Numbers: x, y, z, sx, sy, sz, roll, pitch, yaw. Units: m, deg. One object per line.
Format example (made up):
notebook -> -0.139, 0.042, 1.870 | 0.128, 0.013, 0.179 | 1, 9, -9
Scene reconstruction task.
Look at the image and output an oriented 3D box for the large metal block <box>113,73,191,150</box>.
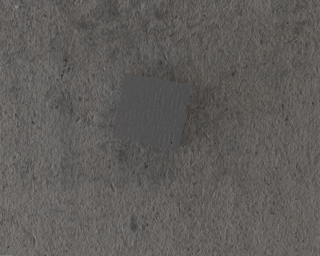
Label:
large metal block -> -0.009, -0.020, 0.397 | 0.080, 0.050, 0.080 | 11, 90, 0
